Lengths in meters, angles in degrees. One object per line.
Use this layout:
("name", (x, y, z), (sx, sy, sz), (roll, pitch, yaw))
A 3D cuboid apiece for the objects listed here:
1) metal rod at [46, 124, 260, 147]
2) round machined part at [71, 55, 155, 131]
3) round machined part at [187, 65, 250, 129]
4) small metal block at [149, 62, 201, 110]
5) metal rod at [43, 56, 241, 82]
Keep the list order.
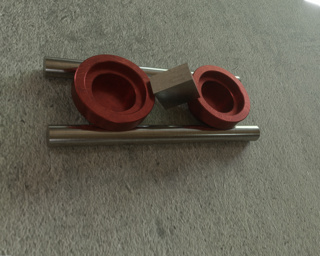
("metal rod", (0.012, 0.008, 0.406), (0.303, 0.025, 0.025), (0, 62, -28))
("round machined part", (-0.059, -0.039, 0.380), (0.099, 0.042, 0.098), (14, 56, -21))
("round machined part", (0.079, -0.041, 0.455), (0.099, 0.042, 0.098), (14, 56, -21))
("small metal block", (0.020, -0.052, 0.398), (0.050, 0.050, 0.025), (-20, 64, 11))
("metal rod", (-0.007, -0.075, 0.446), (0.303, 0.025, 0.025), (0, 62, -28))
